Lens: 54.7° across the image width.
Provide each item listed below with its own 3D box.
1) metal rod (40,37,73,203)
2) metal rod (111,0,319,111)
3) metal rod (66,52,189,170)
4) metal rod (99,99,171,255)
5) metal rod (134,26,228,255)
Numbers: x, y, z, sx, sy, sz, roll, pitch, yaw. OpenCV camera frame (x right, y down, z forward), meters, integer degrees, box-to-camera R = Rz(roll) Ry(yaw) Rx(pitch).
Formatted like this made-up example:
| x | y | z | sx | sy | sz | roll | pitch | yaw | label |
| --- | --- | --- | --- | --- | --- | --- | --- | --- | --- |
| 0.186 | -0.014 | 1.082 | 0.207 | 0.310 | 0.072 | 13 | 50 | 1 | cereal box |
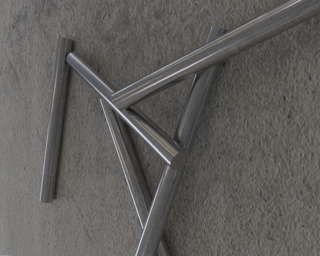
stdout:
| x | y | z | sx | sy | sz | roll | pitch | yaw | label |
| --- | --- | --- | --- | --- | --- | --- | --- | --- | --- |
| -0.188 | -0.010 | 0.560 | 0.025 | 0.025 | 0.298 | 16 | 100 | 39 | metal rod |
| 0.071 | -0.085 | 0.316 | 0.300 | 0.025 | 0.025 | -23 | 75 | 28 | metal rod |
| -0.063 | -0.041 | 0.429 | 0.300 | 0.025 | 0.025 | 42 | 116 | 41 | metal rod |
| -0.028 | 0.089 | 0.428 | 0.025 | 0.025 | 0.299 | -33 | 70 | 35 | metal rod |
| 0.023 | 0.031 | 0.368 | 0.025 | 0.025 | 0.298 | 24 | 99 | 37 | metal rod |
